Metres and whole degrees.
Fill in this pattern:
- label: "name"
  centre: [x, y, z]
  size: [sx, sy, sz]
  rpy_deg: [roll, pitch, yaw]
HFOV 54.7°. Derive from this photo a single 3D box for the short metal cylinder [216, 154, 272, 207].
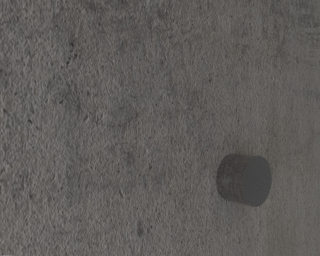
- label: "short metal cylinder"
  centre: [0.137, 0.083, 0.503]
  size: [0.081, 0.050, 0.080]
  rpy_deg: [0, 90, -40]
